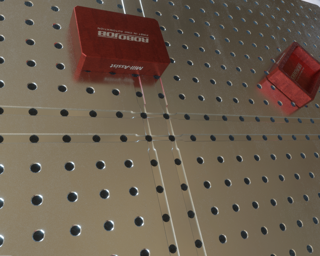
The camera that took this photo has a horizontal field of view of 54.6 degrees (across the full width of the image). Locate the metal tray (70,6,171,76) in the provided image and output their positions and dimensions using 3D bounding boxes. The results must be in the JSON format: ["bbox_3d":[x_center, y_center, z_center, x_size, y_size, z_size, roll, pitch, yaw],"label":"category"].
[{"bbox_3d":[-0.057,-0.124,0.450,0.131,0.030,0.090,-1,62,-29],"label":"metal tray"}]

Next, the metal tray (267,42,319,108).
[{"bbox_3d":[0.275,-0.109,0.618,0.090,0.030,0.131,42,51,1],"label":"metal tray"}]
